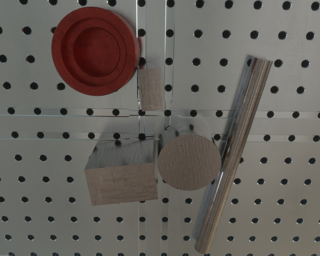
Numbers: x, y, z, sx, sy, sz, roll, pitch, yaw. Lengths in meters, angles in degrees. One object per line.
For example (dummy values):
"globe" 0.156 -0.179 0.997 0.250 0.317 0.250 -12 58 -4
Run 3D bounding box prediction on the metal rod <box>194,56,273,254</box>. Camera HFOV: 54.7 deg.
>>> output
"metal rod" 0.097 0.051 0.433 0.025 0.025 0.298 11 110 -5

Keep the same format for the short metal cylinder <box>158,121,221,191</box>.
"short metal cylinder" 0.037 0.036 0.414 0.081 0.050 0.079 0 110 -1

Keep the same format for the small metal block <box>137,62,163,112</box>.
"small metal block" -0.013 -0.052 0.379 0.025 0.050 0.050 -6 110 -5

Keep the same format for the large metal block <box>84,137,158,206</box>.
"large metal block" -0.045 0.053 0.403 0.080 0.080 0.050 -6 110 2

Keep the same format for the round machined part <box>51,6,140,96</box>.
"round machined part" -0.072 -0.090 0.365 0.099 0.042 0.097 2 107 8
